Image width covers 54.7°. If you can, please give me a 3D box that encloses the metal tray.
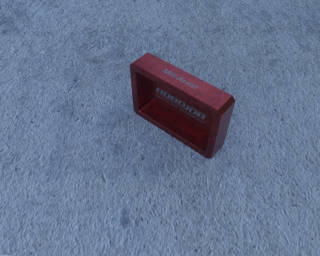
[{"bbox_3d":[0.023,-0.028,0.386,0.130,0.089,0.030,32,57,24],"label":"metal tray"}]
